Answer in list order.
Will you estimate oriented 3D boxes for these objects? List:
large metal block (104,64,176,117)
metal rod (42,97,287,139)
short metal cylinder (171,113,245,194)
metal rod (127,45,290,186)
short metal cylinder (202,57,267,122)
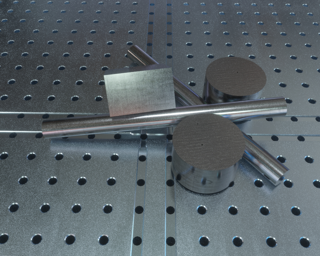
[{"bbox_3d":[-0.028,-0.053,0.407,0.081,0.050,0.080,-8,16,-6],"label":"large metal block"},{"bbox_3d":[0.003,-0.012,0.391,0.302,0.025,0.025,-5,50,3],"label":"metal rod"},{"bbox_3d":[0.054,0.029,0.363,0.081,0.050,0.080,0,50,0],"label":"short metal cylinder"},{"bbox_3d":[0.049,-0.033,0.432,0.025,0.025,0.300,-31,57,-23],"label":"metal rod"},{"bbox_3d":[0.102,-0.055,0.434,0.081,0.050,0.080,0,50,0],"label":"short metal cylinder"}]
